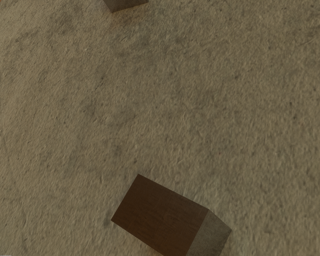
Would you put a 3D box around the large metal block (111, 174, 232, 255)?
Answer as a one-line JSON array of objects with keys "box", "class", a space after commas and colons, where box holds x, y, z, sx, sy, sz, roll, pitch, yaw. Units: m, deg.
[{"box": [0.014, 0.095, 0.302, 0.080, 0.080, 0.050, 20, 73, 35], "class": "large metal block"}]

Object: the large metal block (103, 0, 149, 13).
[{"box": [-0.071, -0.269, 0.569, 0.080, 0.080, 0.050, -6, 59, 25], "class": "large metal block"}]
